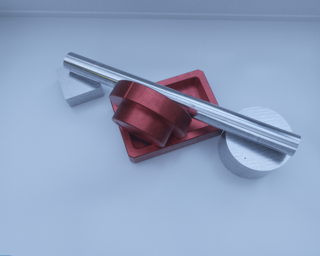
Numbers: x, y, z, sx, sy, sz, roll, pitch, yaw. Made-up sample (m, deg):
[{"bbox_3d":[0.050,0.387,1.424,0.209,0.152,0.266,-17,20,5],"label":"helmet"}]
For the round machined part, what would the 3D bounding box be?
[{"bbox_3d":[-0.016,-0.012,0.360,0.098,0.098,0.042,26,80,9],"label":"round machined part"}]

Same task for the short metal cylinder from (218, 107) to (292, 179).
[{"bbox_3d":[0.118,0.020,0.389,0.081,0.050,0.080,0,70,0],"label":"short metal cylinder"}]

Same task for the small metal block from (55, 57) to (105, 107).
[{"bbox_3d":[-0.111,-0.064,0.430,0.050,0.025,0.050,-21,72,-8],"label":"small metal block"}]

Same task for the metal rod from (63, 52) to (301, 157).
[{"bbox_3d":[0.015,-0.035,0.377,0.301,0.025,0.025,22,71,14],"label":"metal rod"}]

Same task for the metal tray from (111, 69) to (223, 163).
[{"bbox_3d":[0.010,-0.017,0.411,0.131,0.030,0.090,-18,71,-7],"label":"metal tray"}]
